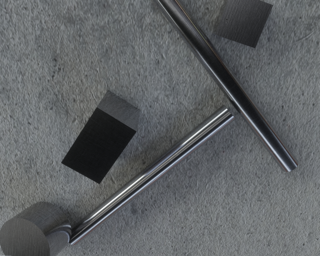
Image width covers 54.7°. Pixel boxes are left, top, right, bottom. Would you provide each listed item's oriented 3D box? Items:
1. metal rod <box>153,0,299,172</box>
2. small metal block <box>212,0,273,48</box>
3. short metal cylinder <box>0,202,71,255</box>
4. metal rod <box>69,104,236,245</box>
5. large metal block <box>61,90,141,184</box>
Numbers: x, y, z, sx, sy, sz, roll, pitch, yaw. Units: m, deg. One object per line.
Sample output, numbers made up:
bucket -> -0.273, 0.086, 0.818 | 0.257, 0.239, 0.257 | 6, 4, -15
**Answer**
metal rod -> 0.086, -0.056, 0.390 | 0.025, 0.025, 0.300 | -38, 106, 12
small metal block -> 0.096, -0.127, 0.364 | 0.050, 0.025, 0.050 | 17, 109, -7
short metal cylinder -> -0.175, 0.152, 0.438 | 0.080, 0.050, 0.079 | 3, 103, 16
metal rod -> -0.021, 0.072, 0.436 | 0.300, 0.025, 0.025 | -40, 106, 13
large metal block -> -0.069, 0.008, 0.382 | 0.050, 0.080, 0.080 | 33, 107, -12
